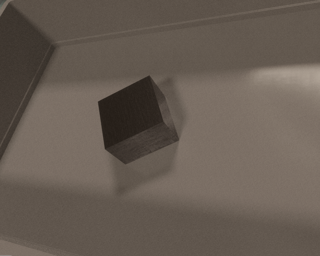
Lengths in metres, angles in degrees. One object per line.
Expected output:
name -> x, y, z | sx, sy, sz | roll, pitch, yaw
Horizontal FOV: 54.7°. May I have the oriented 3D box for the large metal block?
large metal block -> -0.030, -0.010, 0.410 | 0.080, 0.050, 0.080 | -25, 53, 12
